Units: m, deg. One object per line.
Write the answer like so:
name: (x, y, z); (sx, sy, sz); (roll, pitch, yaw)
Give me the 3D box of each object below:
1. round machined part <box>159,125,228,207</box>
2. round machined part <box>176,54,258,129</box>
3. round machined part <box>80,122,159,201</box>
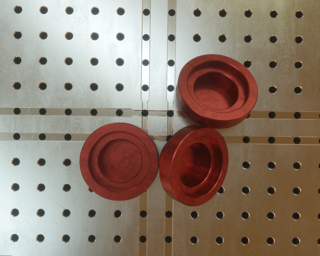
round machined part: (0.038, 0.044, 0.389); (0.099, 0.042, 0.097); (-8, 102, -37)
round machined part: (0.069, -0.042, 0.392); (0.099, 0.042, 0.098); (3, 63, -5)
round machined part: (-0.050, 0.042, 0.405); (0.099, 0.042, 0.097); (0, 90, 0)
